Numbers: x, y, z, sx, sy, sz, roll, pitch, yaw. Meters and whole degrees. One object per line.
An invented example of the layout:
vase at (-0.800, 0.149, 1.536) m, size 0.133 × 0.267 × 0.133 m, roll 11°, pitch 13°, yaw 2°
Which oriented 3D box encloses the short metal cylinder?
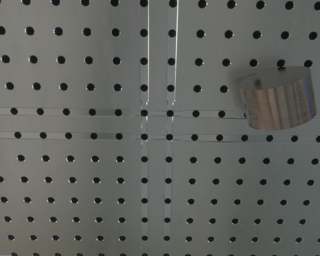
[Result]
short metal cylinder at (0.140, -0.037, 0.371) m, size 0.080 × 0.080 × 0.050 m, roll -17°, pitch 109°, yaw 6°
